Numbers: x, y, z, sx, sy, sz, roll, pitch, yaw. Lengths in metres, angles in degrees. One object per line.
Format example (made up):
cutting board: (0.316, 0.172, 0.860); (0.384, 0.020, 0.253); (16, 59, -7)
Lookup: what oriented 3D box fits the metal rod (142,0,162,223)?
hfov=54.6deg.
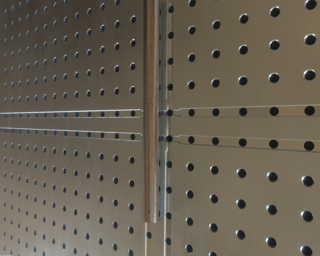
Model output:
metal rod: (-0.011, -0.024, 0.420); (0.025, 0.025, 0.298); (1, 91, 40)
